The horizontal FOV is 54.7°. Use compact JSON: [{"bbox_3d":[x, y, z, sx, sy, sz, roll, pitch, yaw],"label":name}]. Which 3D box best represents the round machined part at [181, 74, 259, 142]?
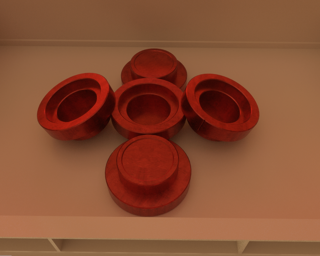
[{"bbox_3d":[0.073,-0.021,0.399,0.099,0.042,0.098,11,49,-13],"label":"round machined part"}]

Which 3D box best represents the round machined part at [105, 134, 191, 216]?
[{"bbox_3d":[-0.013,0.046,0.353,0.099,0.042,0.098,0,50,0],"label":"round machined part"}]

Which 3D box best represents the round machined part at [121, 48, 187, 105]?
[{"bbox_3d":[-0.009,-0.081,0.460,0.099,0.042,0.098,0,50,0],"label":"round machined part"}]

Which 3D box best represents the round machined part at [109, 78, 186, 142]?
[{"bbox_3d":[-0.015,-0.018,0.406,0.099,0.042,0.098,0,50,0],"label":"round machined part"}]

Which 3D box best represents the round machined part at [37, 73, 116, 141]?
[{"bbox_3d":[-0.102,-0.023,0.400,0.098,0.042,0.098,-11,48,13],"label":"round machined part"}]
